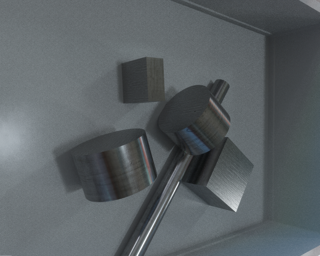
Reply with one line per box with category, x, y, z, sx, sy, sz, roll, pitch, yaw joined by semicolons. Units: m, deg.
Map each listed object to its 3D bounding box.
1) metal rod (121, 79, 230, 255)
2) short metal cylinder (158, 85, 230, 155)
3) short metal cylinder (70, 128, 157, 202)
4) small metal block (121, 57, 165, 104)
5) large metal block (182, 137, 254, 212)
metal rod;0.029;0.050;0.432;0.025;0.025;0.300;45;63;-31
short metal cylinder;0.045;-0.011;0.411;0.050;0.080;0.080;45;63;-31
short metal cylinder;-0.048;0.037;0.332;0.081;0.080;0.050;-24;106;-38
small metal block;-0.021;-0.056;0.374;0.025;0.050;0.050;-5;93;-40
large metal block;0.088;0.068;0.467;0.080;0.050;0.080;43;64;-32
